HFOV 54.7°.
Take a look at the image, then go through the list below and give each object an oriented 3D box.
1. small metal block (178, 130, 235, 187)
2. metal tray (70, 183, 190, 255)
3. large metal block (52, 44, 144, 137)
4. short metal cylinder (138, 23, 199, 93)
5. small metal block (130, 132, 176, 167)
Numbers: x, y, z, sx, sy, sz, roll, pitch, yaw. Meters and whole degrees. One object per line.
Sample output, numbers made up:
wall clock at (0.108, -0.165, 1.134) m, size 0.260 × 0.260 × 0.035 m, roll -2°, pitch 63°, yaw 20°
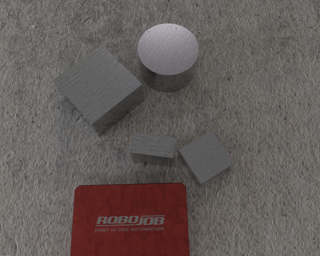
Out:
small metal block at (0.058, 0.039, 0.394) m, size 0.050 × 0.025 × 0.050 m, roll -30°, pitch 73°, yaw -11°
metal tray at (-0.034, 0.113, 0.364) m, size 0.131 × 0.030 × 0.090 m, roll -1°, pitch 70°, yaw -1°
large metal block at (-0.079, -0.049, 0.412) m, size 0.080 × 0.050 × 0.080 m, roll -41°, pitch 75°, yaw -14°
short metal cylinder at (0.011, -0.096, 0.430) m, size 0.081 × 0.050 × 0.080 m, roll 0°, pitch 70°, yaw 0°
small metal block at (-0.008, 0.028, 0.384) m, size 0.050 × 0.050 × 0.025 m, roll 7°, pitch 70°, yaw 2°
